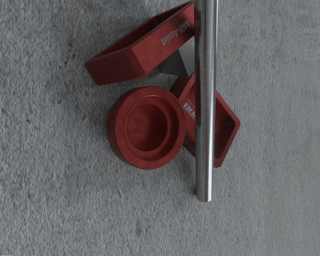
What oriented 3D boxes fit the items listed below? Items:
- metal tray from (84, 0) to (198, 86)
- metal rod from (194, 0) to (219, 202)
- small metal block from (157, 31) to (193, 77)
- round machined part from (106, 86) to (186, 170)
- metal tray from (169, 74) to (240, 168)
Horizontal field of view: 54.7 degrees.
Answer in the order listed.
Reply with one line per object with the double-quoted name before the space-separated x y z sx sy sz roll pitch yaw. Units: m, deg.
"metal tray" -0.012 -0.099 0.354 0.131 0.090 0.030 -45 118 -31
"metal rod" 0.056 -0.021 0.386 0.025 0.025 0.298 -33 132 -35
"small metal block" 0.017 -0.096 0.399 0.025 0.050 0.050 -49 134 -26
"round machined part" -0.020 -0.001 0.376 0.099 0.042 0.097 -3 95 -34
"metal tray" 0.061 -0.013 0.457 0.130 0.030 0.090 45 63 -31
